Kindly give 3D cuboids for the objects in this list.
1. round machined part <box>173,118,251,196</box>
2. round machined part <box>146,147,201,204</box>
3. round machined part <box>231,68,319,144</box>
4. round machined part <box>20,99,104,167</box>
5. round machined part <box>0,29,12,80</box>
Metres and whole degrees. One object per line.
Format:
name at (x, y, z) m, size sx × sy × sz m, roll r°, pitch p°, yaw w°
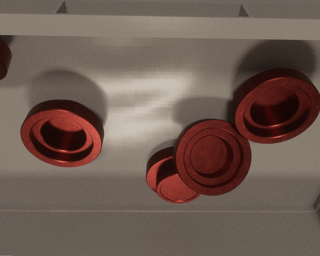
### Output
round machined part at (0.066, 0.036, 0.409) m, size 0.099 × 0.042 × 0.097 m, roll 0°, pitch 94°, yaw -6°
round machined part at (0.029, 0.076, 0.463) m, size 0.099 × 0.042 × 0.097 m, roll -1°, pitch 130°, yaw 0°
round machined part at (0.136, -0.030, 0.375) m, size 0.099 × 0.042 × 0.097 m, roll -1°, pitch 130°, yaw 0°
round machined part at (-0.121, 0.002, 0.398) m, size 0.099 × 0.042 × 0.097 m, roll -1°, pitch 130°, yaw 0°
round machined part at (-0.198, -0.087, 0.304) m, size 0.099 × 0.042 × 0.098 m, roll 5°, pitch 160°, yaw 2°
